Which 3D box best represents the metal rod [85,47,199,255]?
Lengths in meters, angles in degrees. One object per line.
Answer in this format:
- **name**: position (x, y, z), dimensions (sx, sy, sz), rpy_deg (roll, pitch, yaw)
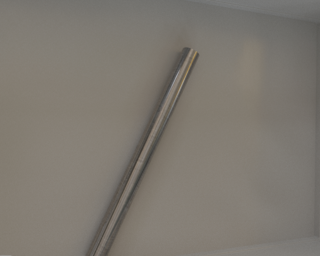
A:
- **metal rod**: position (-0.020, 0.031, 0.403), dimensions (0.025, 0.025, 0.299), rpy_deg (28, 81, -18)
